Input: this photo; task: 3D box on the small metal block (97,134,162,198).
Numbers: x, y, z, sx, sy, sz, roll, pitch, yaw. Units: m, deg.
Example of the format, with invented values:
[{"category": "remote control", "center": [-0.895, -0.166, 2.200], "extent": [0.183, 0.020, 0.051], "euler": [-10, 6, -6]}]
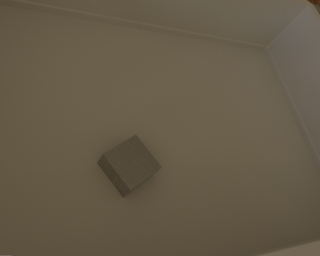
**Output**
[{"category": "small metal block", "center": [-0.035, 0.043, 0.360], "extent": [0.050, 0.025, 0.050], "euler": [-32, 80, -38]}]
